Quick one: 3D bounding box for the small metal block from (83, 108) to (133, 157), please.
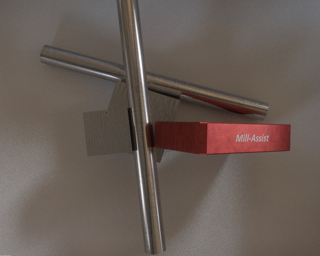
[{"bbox_3d":[-0.059,0.005,0.359,0.050,0.025,0.050,-6,90,-1],"label":"small metal block"}]

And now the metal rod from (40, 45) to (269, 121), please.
[{"bbox_3d":[-0.007,-0.060,0.410,0.302,0.025,0.025,15,90,-1],"label":"metal rod"}]

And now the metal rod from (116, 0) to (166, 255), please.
[{"bbox_3d":[-0.022,-0.006,0.360,0.025,0.025,0.298,-6,90,0],"label":"metal rod"}]

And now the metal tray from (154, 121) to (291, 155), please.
[{"bbox_3d":[0.071,0.009,0.352,0.131,0.090,0.030,1,91,-32],"label":"metal tray"}]

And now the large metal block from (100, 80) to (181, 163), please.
[{"bbox_3d":[-0.026,-0.008,0.397,0.080,0.050,0.080,18,90,-1],"label":"large metal block"}]
